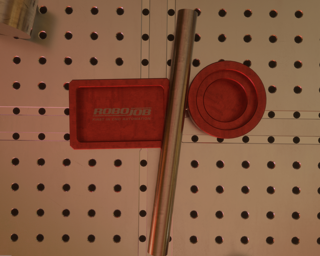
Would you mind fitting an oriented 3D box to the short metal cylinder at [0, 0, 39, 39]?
[{"bbox_3d":[-0.198,-0.149,0.384,0.080,0.080,0.050,12,90,0],"label":"short metal cylinder"}]

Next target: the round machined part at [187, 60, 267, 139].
[{"bbox_3d":[0.083,-0.036,0.405,0.099,0.042,0.097,0,90,0],"label":"round machined part"}]

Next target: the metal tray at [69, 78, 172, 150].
[{"bbox_3d":[-0.050,-0.018,0.410,0.131,0.030,0.089,-1,90,0],"label":"metal tray"}]

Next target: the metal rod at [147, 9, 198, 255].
[{"bbox_3d":[0.016,0.005,0.382,0.025,0.025,0.298,7,89,0],"label":"metal rod"}]
